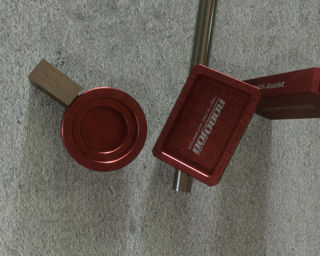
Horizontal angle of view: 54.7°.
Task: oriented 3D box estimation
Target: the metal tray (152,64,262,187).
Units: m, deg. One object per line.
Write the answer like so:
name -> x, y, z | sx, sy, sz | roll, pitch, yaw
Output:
metal tray -> 0.059, -0.004, 0.391 | 0.090, 0.030, 0.129 | 27, 93, 18

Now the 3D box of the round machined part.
round machined part -> -0.069, 0.001, 0.374 | 0.099, 0.042, 0.097 | -1, 92, -22

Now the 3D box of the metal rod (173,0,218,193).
metal rod -> 0.051, -0.062, 0.429 | 0.025, 0.025, 0.298 | 9, 87, -20

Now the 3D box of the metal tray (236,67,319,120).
metal tray -> 0.172, -0.040, 0.410 | 0.091, 0.130, 0.030 | 19, 80, -30

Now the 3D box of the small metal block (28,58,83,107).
small metal block -> -0.119, -0.049, 0.352 | 0.050, 0.050, 0.025 | 37, 78, -16
